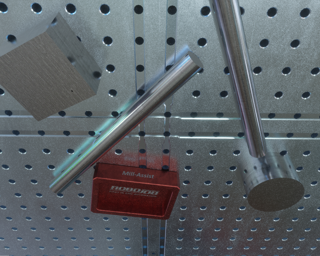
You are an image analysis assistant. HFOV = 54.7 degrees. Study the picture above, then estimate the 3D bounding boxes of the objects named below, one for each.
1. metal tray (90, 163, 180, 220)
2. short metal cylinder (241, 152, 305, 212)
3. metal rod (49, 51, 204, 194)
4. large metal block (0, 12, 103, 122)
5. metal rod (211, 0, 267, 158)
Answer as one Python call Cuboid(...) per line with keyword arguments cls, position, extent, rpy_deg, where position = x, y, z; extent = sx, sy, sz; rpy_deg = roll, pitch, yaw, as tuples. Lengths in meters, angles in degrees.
Cuboid(cls="metal tray", position=(-0.041, 0.104, 0.496), extent=(0.131, 0.030, 0.089), rpy_deg=(8, 130, -8))
Cuboid(cls="short metal cylinder", position=(0.168, 0.082, 0.468), extent=(0.081, 0.050, 0.079), rpy_deg=(0, 130, 0))
Cuboid(cls="metal rod", position=(-0.061, 0.008, 0.417), extent=(0.025, 0.025, 0.299), rpy_deg=(35, 122, -26))
Cuboid(cls="large metal block", position=(-0.122, -0.064, 0.339), extent=(0.080, 0.050, 0.080), rpy_deg=(-22, 127, 17))
Cuboid(cls="metal rod", position=(0.089, -0.073, 0.350), extent=(0.025, 0.025, 0.299), rpy_deg=(-16, 129, 12))
